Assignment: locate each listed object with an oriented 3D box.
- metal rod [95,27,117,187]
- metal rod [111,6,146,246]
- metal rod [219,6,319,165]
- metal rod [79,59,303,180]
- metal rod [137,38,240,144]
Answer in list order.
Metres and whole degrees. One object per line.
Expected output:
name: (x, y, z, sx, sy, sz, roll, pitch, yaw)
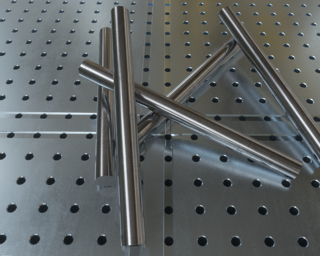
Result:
metal rod: (-0.078, -0.053, 0.450, 0.025, 0.025, 0.300, -5, 50, -4)
metal rod: (-0.041, -0.020, 0.367, 0.025, 0.025, 0.299, -4, 68, -4)
metal rod: (0.160, -0.080, 0.456, 0.025, 0.025, 0.299, -14, 58, -12)
metal rod: (0.030, -0.016, 0.394, 0.301, 0.025, 0.025, 27, 54, 10)
metal rod: (0.055, -0.073, 0.469, 0.025, 0.025, 0.301, 32, 56, 23)
